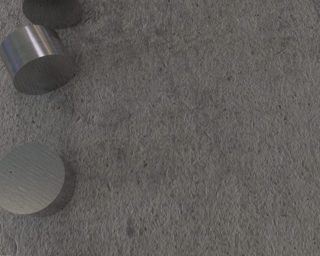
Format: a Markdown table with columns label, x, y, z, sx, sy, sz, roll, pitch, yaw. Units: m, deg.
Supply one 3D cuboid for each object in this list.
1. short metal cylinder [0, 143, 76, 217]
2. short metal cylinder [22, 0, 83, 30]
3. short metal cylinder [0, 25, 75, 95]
| label | x | y | z | sx | sy | sz | roll | pitch | yaw |
| --- | --- | --- | --- | --- | --- | --- | --- | --- | --- |
| short metal cylinder | -0.147 | 0.064 | 0.370 | 0.081 | 0.050 | 0.080 | 0 | 70 | 0 |
| short metal cylinder | -0.156 | -0.188 | 0.447 | 0.081 | 0.080 | 0.050 | -11 | 71 | -4 |
| short metal cylinder | -0.161 | -0.088 | 0.410 | 0.080 | 0.080 | 0.050 | -28 | 73 | -10 |
